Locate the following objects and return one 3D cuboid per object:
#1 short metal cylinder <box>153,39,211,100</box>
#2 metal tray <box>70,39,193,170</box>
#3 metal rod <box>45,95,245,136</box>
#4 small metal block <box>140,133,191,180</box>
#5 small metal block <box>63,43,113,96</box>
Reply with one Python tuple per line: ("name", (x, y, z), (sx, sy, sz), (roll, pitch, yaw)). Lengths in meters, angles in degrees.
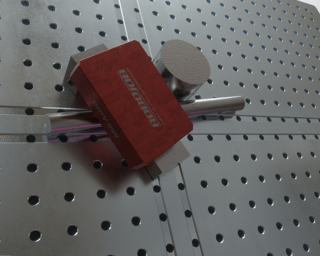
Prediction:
("short metal cylinder", (0.027, -0.083, 0.458), (0.081, 0.050, 0.080), (14, 56, -21))
("metal tray", (-0.029, -0.030, 0.359), (0.091, 0.030, 0.130), (-35, 93, -38))
("metal rod", (0.002, -0.022, 0.425), (0.303, 0.025, 0.025), (-8, 66, -32))
("small metal block", (0.002, 0.029, 0.391), (0.050, 0.025, 0.050), (-26, 76, -37))
("small metal block", (-0.089, -0.073, 0.389), (0.025, 0.050, 0.050), (49, 51, 6))
